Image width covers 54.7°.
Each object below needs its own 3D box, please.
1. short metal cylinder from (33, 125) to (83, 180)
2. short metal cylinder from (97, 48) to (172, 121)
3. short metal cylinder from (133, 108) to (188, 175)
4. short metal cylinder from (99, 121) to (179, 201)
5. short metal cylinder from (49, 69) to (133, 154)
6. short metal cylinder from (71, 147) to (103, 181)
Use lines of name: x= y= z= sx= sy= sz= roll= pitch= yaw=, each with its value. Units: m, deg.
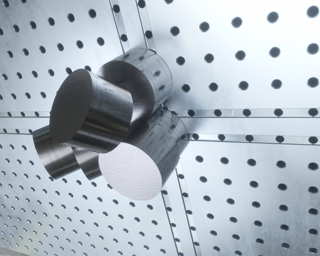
short metal cylinder: x=-0.147 y=0.030 z=0.463 sx=0.050 sy=0.080 sz=0.080 roll=-24 pitch=111 yaw=-8
short metal cylinder: x=-0.032 y=-0.052 z=0.379 sx=0.080 sy=0.050 sz=0.079 roll=13 pitch=124 yaw=21
short metal cylinder: x=-0.009 y=0.019 z=0.411 sx=0.080 sy=0.050 sz=0.079 roll=13 pitch=124 yaw=21
short metal cylinder: x=-0.024 y=0.038 z=0.364 sx=0.080 sy=0.050 sz=0.079 roll=13 pitch=124 yaw=21
short metal cylinder: x=-0.074 y=-0.017 z=0.331 sx=0.080 sy=0.080 sz=0.050 roll=-26 pitch=147 yaw=37
short metal cylinder: x=-0.088 y=0.026 z=0.429 sx=0.050 sy=0.080 sz=0.080 roll=-24 pitch=111 yaw=-7
